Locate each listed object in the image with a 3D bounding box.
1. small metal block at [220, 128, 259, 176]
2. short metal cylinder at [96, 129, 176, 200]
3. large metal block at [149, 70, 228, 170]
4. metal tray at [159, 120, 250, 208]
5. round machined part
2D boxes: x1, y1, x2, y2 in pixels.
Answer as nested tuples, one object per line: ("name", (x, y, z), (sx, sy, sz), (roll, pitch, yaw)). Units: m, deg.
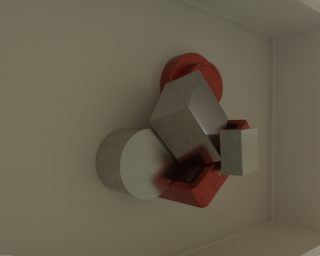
("small metal block", (0.093, 0.026, 0.361), (0.050, 0.025, 0.050), (-4, 92, -53))
("short metal cylinder", (-0.027, 0.040, 0.367), (0.081, 0.050, 0.079), (0, 90, -40))
("large metal block", (0.039, -0.010, 0.376), (0.080, 0.050, 0.080), (54, 34, -27))
("metal tray", (0.054, 0.040, 0.409), (0.131, 0.090, 0.030), (-46, 117, -31))
("round machined part", (0.051, -0.058, 0.438), (0.099, 0.042, 0.097), (0, 90, -40))
